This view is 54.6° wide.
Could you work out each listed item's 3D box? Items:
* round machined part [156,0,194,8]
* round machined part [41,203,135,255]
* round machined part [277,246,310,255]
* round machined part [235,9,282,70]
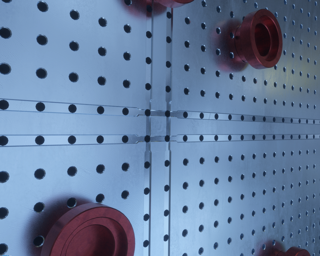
[{"bbox_3d":[0.009,-0.206,0.404,0.099,0.042,0.097,0,90,-40],"label":"round machined part"},{"bbox_3d":[-0.079,0.129,0.332,0.099,0.042,0.097,0,90,-40],"label":"round machined part"},{"bbox_3d":[0.259,0.284,0.614,0.099,0.042,0.097,0,90,-40],"label":"round machined part"},{"bbox_3d":[0.167,-0.150,0.536,0.099,0.042,0.097,0,90,-40],"label":"round machined part"}]
